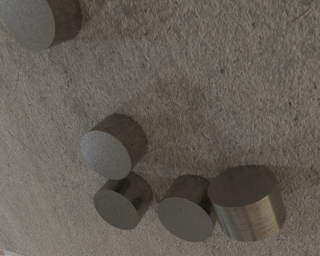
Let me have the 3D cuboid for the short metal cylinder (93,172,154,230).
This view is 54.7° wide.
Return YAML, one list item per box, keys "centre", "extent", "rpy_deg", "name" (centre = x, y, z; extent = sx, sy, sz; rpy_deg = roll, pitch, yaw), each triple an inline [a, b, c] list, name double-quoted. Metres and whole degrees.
- centre: [-0.057, 0.114, 0.491]
  extent: [0.080, 0.050, 0.079]
  rpy_deg: [13, 124, 21]
  name: "short metal cylinder"

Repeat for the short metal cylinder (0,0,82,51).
- centre: [-0.144, -0.141, 0.380]
  extent: [0.080, 0.050, 0.079]
  rpy_deg: [13, 124, 21]
  name: "short metal cylinder"

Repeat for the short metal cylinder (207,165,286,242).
- centre: [0.103, 0.087, 0.371]
  extent: [0.080, 0.080, 0.050]
  rpy_deg: [-10, 113, 32]
  name: "short metal cylinder"

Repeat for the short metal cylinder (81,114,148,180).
- centre: [-0.064, 0.026, 0.441]
  extent: [0.080, 0.050, 0.079]
  rpy_deg: [13, 124, 21]
  name: "short metal cylinder"

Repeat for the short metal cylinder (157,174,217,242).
- centre: [0.043, 0.113, 0.438]
  extent: [0.080, 0.050, 0.079]
  rpy_deg: [13, 124, 21]
  name: "short metal cylinder"
